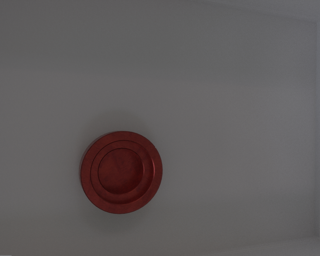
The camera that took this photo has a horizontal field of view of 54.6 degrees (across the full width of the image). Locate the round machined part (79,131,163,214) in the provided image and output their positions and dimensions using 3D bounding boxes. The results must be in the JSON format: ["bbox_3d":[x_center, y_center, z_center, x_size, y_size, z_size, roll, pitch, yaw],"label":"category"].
[{"bbox_3d":[-0.050,0.052,0.383,0.099,0.042,0.097,0,90,-20],"label":"round machined part"}]
